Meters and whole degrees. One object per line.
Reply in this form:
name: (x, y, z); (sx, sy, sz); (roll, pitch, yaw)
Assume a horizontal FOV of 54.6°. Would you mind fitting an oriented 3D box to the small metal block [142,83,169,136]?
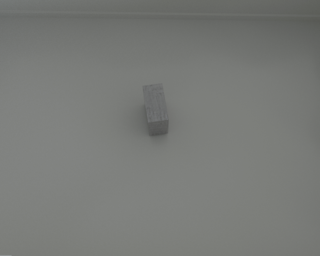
small metal block: (-0.006, -0.023, 0.401); (0.025, 0.050, 0.050); (-8, 70, -3)
